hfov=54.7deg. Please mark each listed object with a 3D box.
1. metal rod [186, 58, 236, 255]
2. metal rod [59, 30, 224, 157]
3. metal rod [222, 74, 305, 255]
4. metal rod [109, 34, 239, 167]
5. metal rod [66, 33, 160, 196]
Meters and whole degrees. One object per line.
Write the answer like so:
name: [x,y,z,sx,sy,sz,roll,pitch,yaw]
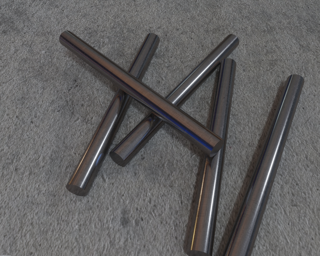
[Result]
metal rod: [0.073,0.012,0.394,0.025,0.025,0.300,11,51,8]
metal rod: [-0.041,-0.059,0.418,0.025,0.025,0.300,-37,60,-27]
metal rod: [0.135,0.032,0.378,0.025,0.025,0.301,22,53,17]
metal rod: [0.037,-0.056,0.450,0.025,0.025,0.301,29,55,22]
metal rod: [-0.052,-0.041,0.437,0.025,0.025,0.300,12,51,10]
